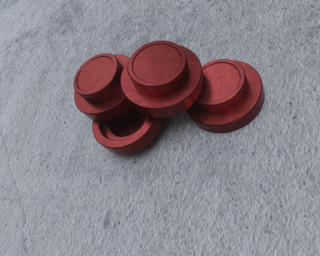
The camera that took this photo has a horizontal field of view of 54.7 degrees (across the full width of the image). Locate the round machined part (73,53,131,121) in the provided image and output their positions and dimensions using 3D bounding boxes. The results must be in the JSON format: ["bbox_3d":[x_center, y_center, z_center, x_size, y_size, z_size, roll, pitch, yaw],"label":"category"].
[{"bbox_3d":[-0.075,-0.061,0.415,0.098,0.042,0.098,-13,56,20],"label":"round machined part"}]

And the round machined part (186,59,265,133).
[{"bbox_3d":[0.075,-0.046,0.382,0.098,0.042,0.098,-13,56,20],"label":"round machined part"}]

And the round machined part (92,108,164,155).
[{"bbox_3d":[-0.038,-0.008,0.418,0.098,0.042,0.098,-13,56,20],"label":"round machined part"}]

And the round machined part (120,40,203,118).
[{"bbox_3d":[0.000,-0.064,0.365,0.098,0.042,0.098,-5,60,10],"label":"round machined part"}]

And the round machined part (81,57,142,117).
[{"bbox_3d":[-0.082,-0.070,0.477,0.098,0.042,0.098,-13,56,20],"label":"round machined part"}]
